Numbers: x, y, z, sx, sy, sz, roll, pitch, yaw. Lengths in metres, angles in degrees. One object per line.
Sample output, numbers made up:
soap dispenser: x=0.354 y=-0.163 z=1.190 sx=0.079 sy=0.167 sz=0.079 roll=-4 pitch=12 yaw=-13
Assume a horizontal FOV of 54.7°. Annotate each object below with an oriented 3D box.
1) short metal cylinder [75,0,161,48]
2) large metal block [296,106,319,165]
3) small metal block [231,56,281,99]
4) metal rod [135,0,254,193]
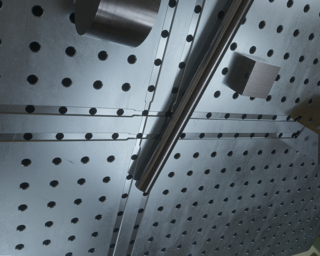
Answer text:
short metal cylinder: x=-0.040 y=-0.118 z=0.281 sx=0.050 sy=0.080 sz=0.079 roll=6 pitch=115 yaw=-32
large metal block: x=0.301 y=0.008 z=0.568 sx=0.080 sy=0.050 sz=0.080 roll=-30 pitch=129 yaw=-9
small metal block: x=0.137 y=-0.072 z=0.444 sx=0.050 sy=0.025 sz=0.050 roll=4 pitch=117 yaw=-31
metal rod: x=0.041 y=-0.040 z=0.410 sx=0.025 sy=0.025 sz=0.298 roll=15 pitch=110 yaw=-35
